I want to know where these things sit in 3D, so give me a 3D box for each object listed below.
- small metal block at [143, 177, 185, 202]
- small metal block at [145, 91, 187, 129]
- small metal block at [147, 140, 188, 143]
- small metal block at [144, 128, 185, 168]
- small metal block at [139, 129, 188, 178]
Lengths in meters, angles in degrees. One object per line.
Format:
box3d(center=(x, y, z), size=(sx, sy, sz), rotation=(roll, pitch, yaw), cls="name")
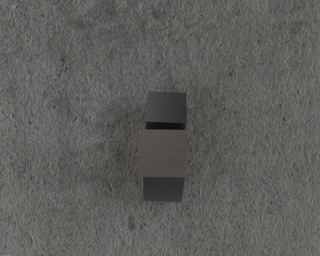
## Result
box3d(center=(0.004, 0.069, 0.399), size=(0.050, 0.025, 0.050), rotation=(2, 131, -1), cls="small metal block")
box3d(center=(0.008, -0.020, 0.399), size=(0.050, 0.025, 0.050), rotation=(3, 54, 0), cls="small metal block")
box3d(center=(0.006, 0.027, 0.373), size=(0.050, 0.050, 0.025), rotation=(2, 90, -1), cls="small metal block")
box3d(center=(0.006, 0.026, 0.412), size=(0.050, 0.025, 0.050), rotation=(2, 90, -1), cls="small metal block")
box3d(center=(0.003, 0.027, 0.336), size=(0.050, 0.025, 0.050), rotation=(1, 90, -1), cls="small metal block")
